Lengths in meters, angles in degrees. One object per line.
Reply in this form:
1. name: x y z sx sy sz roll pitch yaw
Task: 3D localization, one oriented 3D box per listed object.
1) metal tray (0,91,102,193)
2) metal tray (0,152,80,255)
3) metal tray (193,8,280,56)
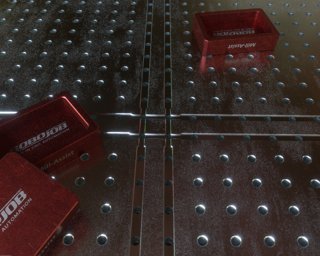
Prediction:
1. metal tray: -0.152 0.013 0.391 0.131 0.030 0.090 -31 57 -24
2. metal tray: -0.153 0.098 0.298 0.090 0.030 0.130 33 61 7
3. metal tray: 0.131 -0.173 0.550 0.131 0.030 0.090 -6 50 -6
